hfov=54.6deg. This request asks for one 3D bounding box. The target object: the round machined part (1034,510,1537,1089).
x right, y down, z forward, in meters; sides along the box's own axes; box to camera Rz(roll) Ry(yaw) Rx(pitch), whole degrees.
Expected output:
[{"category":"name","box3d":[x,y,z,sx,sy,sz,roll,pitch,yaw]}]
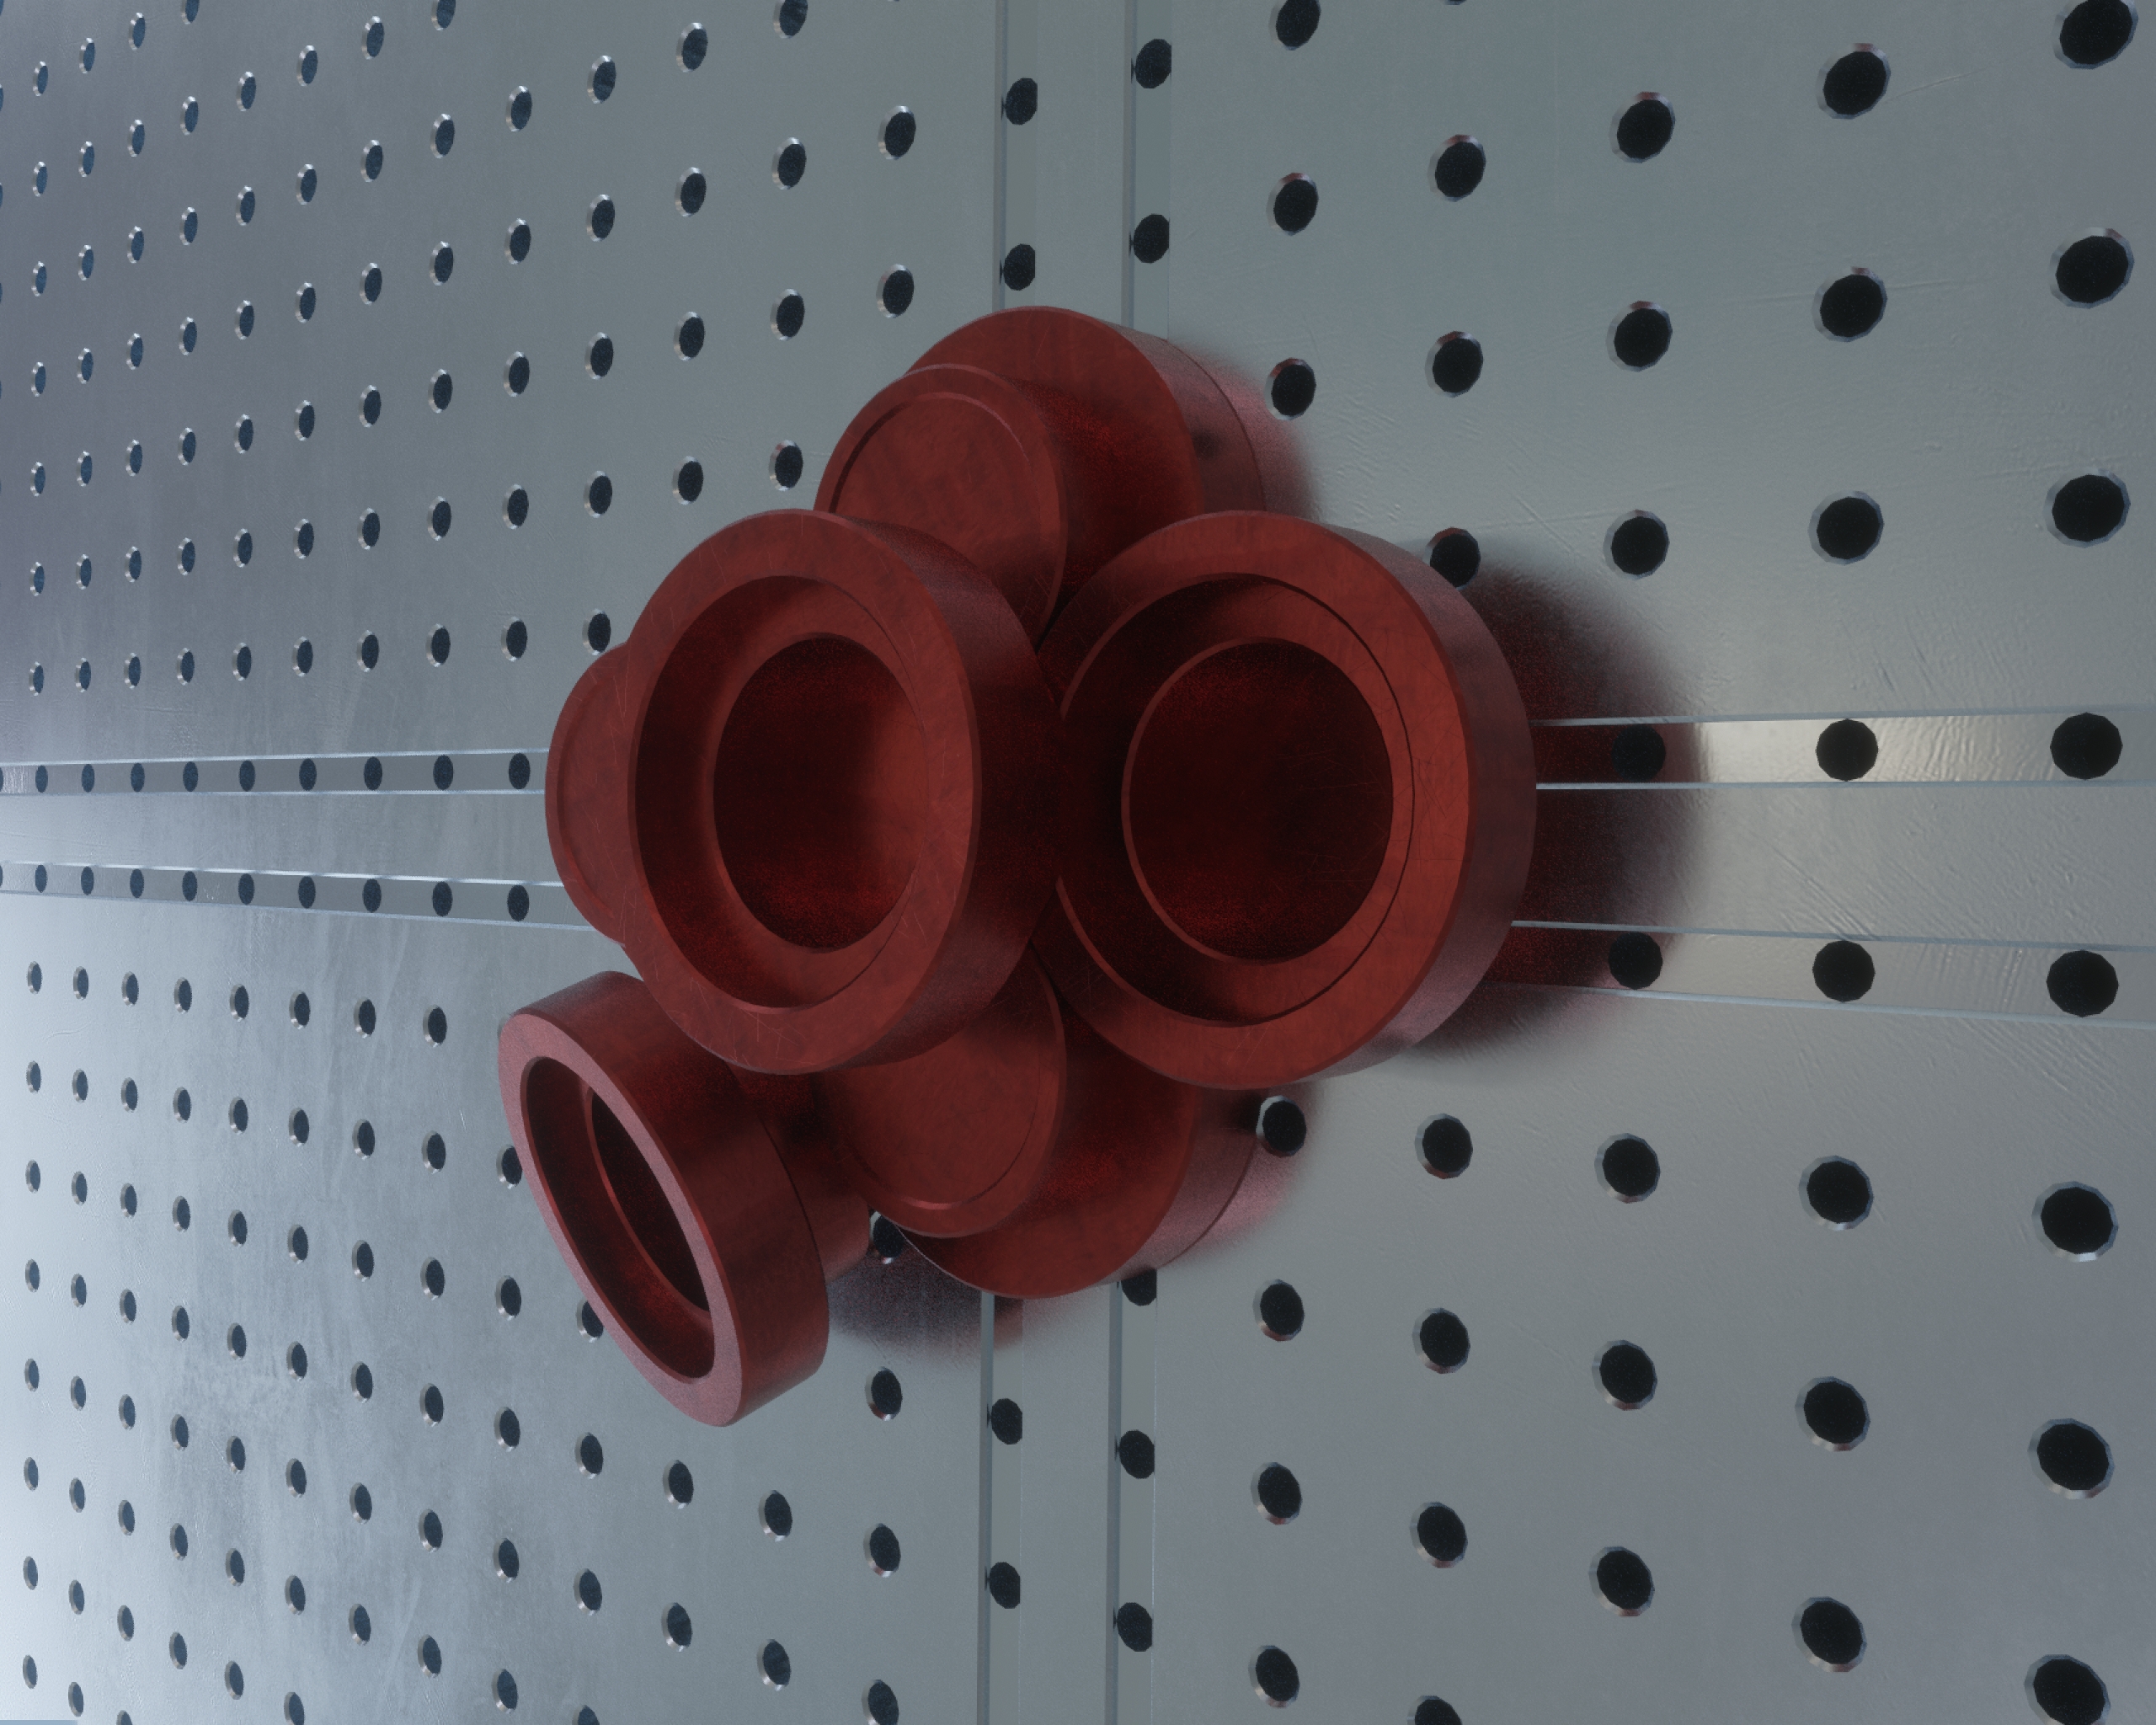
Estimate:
[{"category":"round machined part","box3d":[0.037,-0.011,0.368,0.098,0.042,0.097,0,90,40]}]

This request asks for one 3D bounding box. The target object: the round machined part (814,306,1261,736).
[{"category":"round machined part","box3d":[-0.015,-0.061,0.412,0.098,0.042,0.097,0,90,40]}]

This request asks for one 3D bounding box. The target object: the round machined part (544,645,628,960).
[{"category":"round machined part","box3d":[-0.082,-0.015,0.467,0.098,0.042,0.097,0,90,40]}]

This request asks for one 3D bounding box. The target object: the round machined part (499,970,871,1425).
[{"category":"round machined part","box3d":[-0.081,0.067,0.450,0.098,0.042,0.097,34,137,38]}]

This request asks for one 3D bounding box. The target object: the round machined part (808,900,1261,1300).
[{"category":"round machined part","box3d":[-0.015,0.037,0.412,0.098,0.042,0.097,0,90,40]}]

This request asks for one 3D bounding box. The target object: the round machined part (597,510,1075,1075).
[{"category":"round machined part","box3d":[-0.040,-0.012,0.376,0.098,0.042,0.097,0,90,40]}]
